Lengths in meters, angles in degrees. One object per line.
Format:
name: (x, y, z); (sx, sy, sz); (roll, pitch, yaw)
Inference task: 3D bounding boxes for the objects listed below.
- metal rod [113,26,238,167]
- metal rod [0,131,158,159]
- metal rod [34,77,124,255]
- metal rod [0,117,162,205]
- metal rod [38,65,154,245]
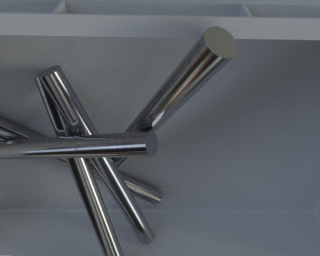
metal rod: (-0.017, -0.002, 0.328); (0.025, 0.025, 0.299); (19, 152, -16)
metal rod: (-0.141, 0.024, 0.367); (0.300, 0.025, 0.025); (-4, 133, 27)
metal rod: (-0.093, 0.076, 0.398); (0.025, 0.025, 0.298); (-13, 106, 10)
metal rod: (-0.125, 0.046, 0.446); (0.301, 0.025, 0.025); (29, 124, -23)
metal rod: (-0.068, 0.056, 0.403); (0.025, 0.025, 0.299); (-15, 124, 11)
